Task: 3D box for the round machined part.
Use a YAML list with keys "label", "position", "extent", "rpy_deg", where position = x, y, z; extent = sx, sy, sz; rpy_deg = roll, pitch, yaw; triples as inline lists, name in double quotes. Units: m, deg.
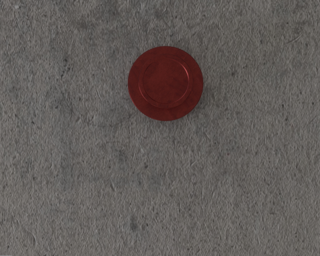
- label: "round machined part"
  position: [0.007, -0.058, 0.401]
  extent: [0.099, 0.042, 0.097]
  rpy_deg: [0, 90, 0]
